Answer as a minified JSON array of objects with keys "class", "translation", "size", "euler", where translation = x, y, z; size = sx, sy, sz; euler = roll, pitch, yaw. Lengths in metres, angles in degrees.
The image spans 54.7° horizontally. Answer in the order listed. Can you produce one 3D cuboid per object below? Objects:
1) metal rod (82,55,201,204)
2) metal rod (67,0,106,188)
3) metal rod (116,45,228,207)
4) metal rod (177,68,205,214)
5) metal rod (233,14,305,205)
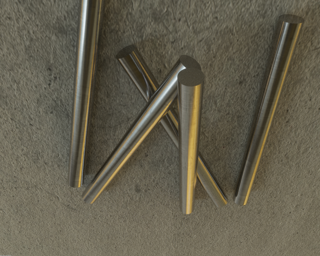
[{"class":"metal rod","translation":[-0.042,0.024,0.403],"size":[0.025,0.025,0.298],"euler":[23,133,-19]},{"class":"metal rod","translation":[-0.095,-0.029,0.381],"size":[0.025,0.025,0.298],"euler":[10,130,-9]},{"class":"metal rod","translation":[0.031,0.018,0.422],"size":[0.025,0.025,0.299],"euler":[-22,127,17]},{"class":"metal rod","translation":[0.037,0.043,0.403],"size":[0.025,0.025,0.299],"euler":[-3,143,2]},{"class":"metal rod","translation":[0.132,0.003,0.410],"size":[0.025,0.025,0.298],"euler":[0,130,0]}]
